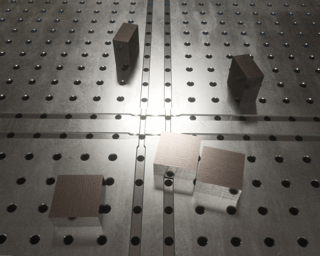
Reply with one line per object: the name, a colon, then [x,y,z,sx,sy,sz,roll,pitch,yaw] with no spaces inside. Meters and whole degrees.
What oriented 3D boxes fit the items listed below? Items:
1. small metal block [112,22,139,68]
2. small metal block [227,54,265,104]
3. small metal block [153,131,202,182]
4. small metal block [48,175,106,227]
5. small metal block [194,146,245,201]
small metal block: [-0.054,-0.134,0.504,0.025,0.050,0.050,12,51,9]
small metal block: [0.124,-0.072,0.453,0.025,0.050,0.050,-11,51,-9]
small metal block: [0.022,0.034,0.380,0.050,0.025,0.050,9,51,7]
small metal block: [-0.088,0.079,0.340,0.050,0.025,0.050,0,50,-1]
small metal block: [0.071,0.053,0.364,0.050,0.025,0.050,11,51,9]
